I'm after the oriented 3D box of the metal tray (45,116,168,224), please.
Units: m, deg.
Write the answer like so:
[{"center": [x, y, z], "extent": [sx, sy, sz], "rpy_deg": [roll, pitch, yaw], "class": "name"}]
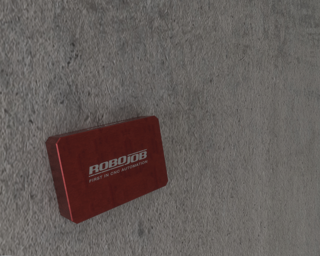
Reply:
[{"center": [-0.054, 0.041, 0.355], "extent": [0.131, 0.030, 0.090], "rpy_deg": [-15, 100, -39], "class": "metal tray"}]
